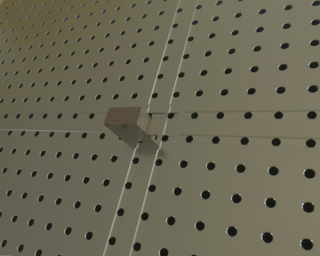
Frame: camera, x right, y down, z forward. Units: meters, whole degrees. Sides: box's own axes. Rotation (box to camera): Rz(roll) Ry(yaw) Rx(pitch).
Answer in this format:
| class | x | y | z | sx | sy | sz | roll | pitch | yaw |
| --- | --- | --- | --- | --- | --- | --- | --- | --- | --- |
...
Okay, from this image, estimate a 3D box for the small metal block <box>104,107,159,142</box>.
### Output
| class | x | y | z | sx | sy | sz | roll | pitch | yaw |
| --- | --- | --- | --- | --- | --- | --- | --- | --- | --- |
| small metal block | -0.037 | -0.004 | 0.413 | 0.050 | 0.050 | 0.025 | 0 | 62 | 28 |
